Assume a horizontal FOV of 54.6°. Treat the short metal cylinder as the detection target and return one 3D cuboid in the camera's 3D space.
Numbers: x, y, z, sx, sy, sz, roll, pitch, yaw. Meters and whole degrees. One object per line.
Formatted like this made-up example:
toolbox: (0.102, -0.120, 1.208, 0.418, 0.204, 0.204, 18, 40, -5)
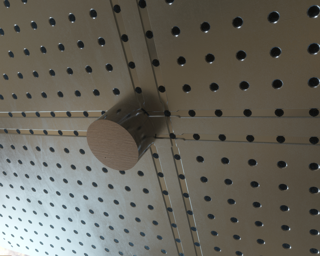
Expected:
short metal cylinder: (-0.054, 0.012, 0.432, 0.080, 0.050, 0.080, 13, 124, 21)
